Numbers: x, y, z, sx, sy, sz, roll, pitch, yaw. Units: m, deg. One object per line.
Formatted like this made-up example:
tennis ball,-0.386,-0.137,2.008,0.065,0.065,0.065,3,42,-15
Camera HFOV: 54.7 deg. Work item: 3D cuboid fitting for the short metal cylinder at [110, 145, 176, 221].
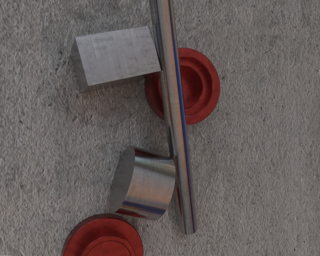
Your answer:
short metal cylinder,-0.022,0.066,0.372,0.050,0.080,0.080,18,84,-19

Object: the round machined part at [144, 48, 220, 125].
round machined part,0.026,-0.053,0.410,0.099,0.042,0.097,0,90,-20

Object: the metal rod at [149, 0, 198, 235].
metal rod,0.020,0.000,0.374,0.025,0.025,0.298,-15,112,-19

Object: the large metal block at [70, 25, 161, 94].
large metal block,-0.055,-0.076,0.360,0.081,0.080,0.050,-15,95,-19

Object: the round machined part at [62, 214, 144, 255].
round machined part,-0.067,0.158,0.376,0.099,0.042,0.097,0,90,-20
